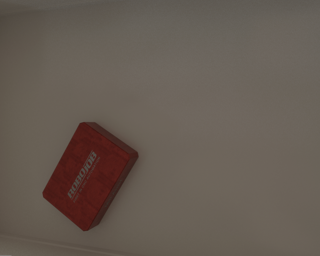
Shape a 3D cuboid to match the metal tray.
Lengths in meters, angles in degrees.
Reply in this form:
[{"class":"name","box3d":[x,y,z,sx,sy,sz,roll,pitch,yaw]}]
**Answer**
[{"class":"metal tray","box3d":[-0.101,0.067,0.442,0.090,0.030,0.129,34,100,16]}]
